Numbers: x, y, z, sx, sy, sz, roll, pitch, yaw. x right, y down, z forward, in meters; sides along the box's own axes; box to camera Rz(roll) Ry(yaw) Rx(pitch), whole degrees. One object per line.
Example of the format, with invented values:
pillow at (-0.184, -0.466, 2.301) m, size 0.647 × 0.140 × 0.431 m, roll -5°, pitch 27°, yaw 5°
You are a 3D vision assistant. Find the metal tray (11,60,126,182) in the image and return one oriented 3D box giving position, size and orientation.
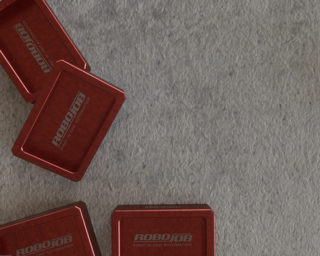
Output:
metal tray at (-0.112, -0.008, 0.387) m, size 0.090 × 0.030 × 0.129 m, roll 28°, pitch 97°, yaw -14°

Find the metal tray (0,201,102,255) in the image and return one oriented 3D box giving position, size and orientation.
metal tray at (-0.152, 0.159, 0.405) m, size 0.131 × 0.030 × 0.090 m, roll -17°, pitch 90°, yaw -1°

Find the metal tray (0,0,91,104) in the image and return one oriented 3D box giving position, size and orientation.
metal tray at (-0.165, -0.107, 0.405) m, size 0.090 × 0.030 × 0.130 m, roll -34°, pitch 90°, yaw -1°

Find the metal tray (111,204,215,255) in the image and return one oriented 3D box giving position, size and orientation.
metal tray at (0.004, 0.149, 0.407) m, size 0.131 × 0.030 × 0.089 m, roll -1°, pitch 90°, yaw -1°
